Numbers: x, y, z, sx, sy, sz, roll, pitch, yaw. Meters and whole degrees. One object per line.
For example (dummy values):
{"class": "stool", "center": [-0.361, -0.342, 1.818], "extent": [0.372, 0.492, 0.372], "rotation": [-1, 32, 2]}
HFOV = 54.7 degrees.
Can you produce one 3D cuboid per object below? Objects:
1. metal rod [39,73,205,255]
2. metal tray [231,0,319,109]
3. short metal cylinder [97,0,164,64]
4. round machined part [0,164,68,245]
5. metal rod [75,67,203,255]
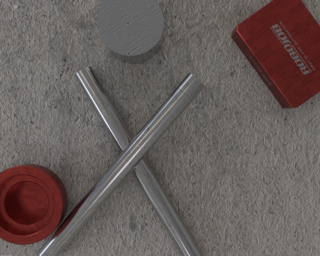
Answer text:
{"class": "metal rod", "center": [-0.053, 0.055, 0.387], "extent": [0.025, 0.025, 0.299], "rotation": [41, 99, 0]}
{"class": "metal tray", "center": [0.169, -0.102, 0.409], "extent": [0.090, 0.030, 0.130], "rotation": [-36, 90, 0]}
{"class": "short metal cylinder", "center": [-0.035, -0.127, 0.397], "extent": [0.081, 0.050, 0.080], "rotation": [0, 90, 0]}
{"class": "round machined part", "center": [-0.168, 0.095, 0.400], "extent": [0.099, 0.042, 0.097], "rotation": [0, 90, 0]}
{"class": "metal rod", "center": [-0.025, 0.054, 0.409], "extent": [0.025, 0.025, 0.299], "rotation": [-31, 90, 0]}
